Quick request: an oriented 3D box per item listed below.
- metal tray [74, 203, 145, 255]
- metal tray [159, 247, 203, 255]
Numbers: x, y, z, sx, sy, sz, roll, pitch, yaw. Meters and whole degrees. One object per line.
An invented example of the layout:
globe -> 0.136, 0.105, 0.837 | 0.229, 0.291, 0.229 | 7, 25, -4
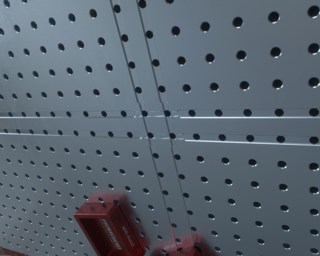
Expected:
metal tray -> -0.095, 0.202, 0.583 | 0.090, 0.030, 0.130 | -10, 114, 32
metal tray -> 0.038, 0.266, 0.553 | 0.130, 0.030, 0.090 | -34, 100, 38
